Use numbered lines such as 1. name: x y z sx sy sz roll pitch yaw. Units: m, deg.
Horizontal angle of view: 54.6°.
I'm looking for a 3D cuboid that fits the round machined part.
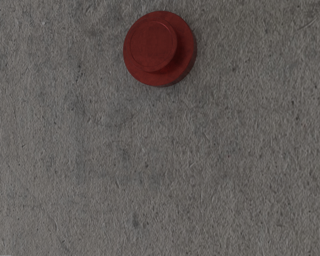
1. round machined part: -0.004 -0.104 0.402 0.098 0.042 0.097 0 90 20
